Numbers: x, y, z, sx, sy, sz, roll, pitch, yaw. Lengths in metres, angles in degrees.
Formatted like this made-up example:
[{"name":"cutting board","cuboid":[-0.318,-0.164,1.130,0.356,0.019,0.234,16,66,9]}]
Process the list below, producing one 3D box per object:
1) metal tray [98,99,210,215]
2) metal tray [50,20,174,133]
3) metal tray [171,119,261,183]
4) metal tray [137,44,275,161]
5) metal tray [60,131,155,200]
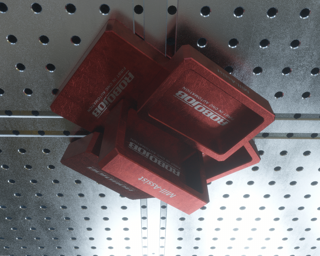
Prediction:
[{"name":"metal tray","cuboid":[-0.003,0.033,0.357,0.130,0.090,0.030,33,122,-25]},{"name":"metal tray","cuboid":[-0.057,-0.048,0.365,0.090,0.030,0.129,32,123,-25]},{"name":"metal tray","cuboid":[0.063,0.036,0.438,0.130,0.030,0.090,-27,126,20]},{"name":"metal tray","cuboid":[0.051,-0.022,0.351,0.131,0.030,0.090,29,124,-23]},{"name":"metal tray","cuboid":[-0.061,0.058,0.433,0.130,0.030,0.090,35,147,-26]}]
